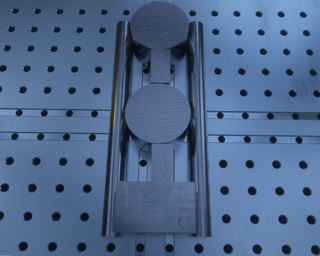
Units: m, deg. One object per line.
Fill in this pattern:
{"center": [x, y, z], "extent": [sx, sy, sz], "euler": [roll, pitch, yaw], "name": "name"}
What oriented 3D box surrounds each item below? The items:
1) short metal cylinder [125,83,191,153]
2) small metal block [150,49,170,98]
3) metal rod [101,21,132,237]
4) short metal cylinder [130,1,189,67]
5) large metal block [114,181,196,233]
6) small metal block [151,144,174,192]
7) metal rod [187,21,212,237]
{"center": [-0.003, -0.011, 0.402], "extent": [0.081, 0.050, 0.080], "euler": [0, 70, 0], "name": "short metal cylinder"}
{"center": [0.001, -0.072, 0.423], "extent": [0.025, 0.050, 0.050], "euler": [1, 70, 0], "name": "small metal block"}
{"center": [-0.055, -0.013, 0.415], "extent": [0.025, 0.025, 0.299], "euler": [1, 70, 0], "name": "metal rod"}
{"center": [0.000, -0.133, 0.446], "extent": [0.081, 0.050, 0.080], "euler": [0, 70, 0], "name": "short metal cylinder"}
{"center": [-0.005, 0.092, 0.349], "extent": [0.080, 0.080, 0.050], "euler": [1, 70, 0], "name": "large metal block"}
{"center": [0.003, 0.050, 0.379], "extent": [0.025, 0.050, 0.050], "euler": [0, 70, 0], "name": "small metal block"}
{"center": [0.051, -0.012, 0.415], "extent": [0.025, 0.025, 0.299], "euler": [1, 70, 0], "name": "metal rod"}
